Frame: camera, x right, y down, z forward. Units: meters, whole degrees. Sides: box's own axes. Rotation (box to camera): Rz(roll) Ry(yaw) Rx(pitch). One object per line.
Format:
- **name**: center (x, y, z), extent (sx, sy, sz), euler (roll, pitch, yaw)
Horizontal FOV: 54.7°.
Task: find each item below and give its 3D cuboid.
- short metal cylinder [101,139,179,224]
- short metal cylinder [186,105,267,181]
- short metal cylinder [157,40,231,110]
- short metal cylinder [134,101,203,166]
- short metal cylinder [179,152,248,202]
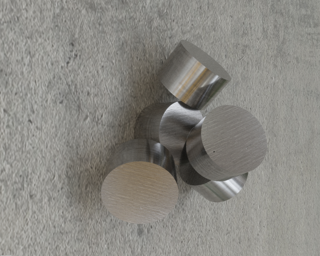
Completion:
- **short metal cylinder**: center (-0.021, 0.059, 0.345), extent (0.081, 0.050, 0.079), euler (-1, 115, -1)
- **short metal cylinder**: center (0.077, 0.019, 0.368), extent (0.081, 0.050, 0.080), euler (5, 69, -14)
- **short metal cylinder**: center (0.044, -0.068, 0.399), extent (0.080, 0.080, 0.050), euler (17, 122, -39)
- **short metal cylinder**: center (0.013, 0.006, 0.401), extent (0.081, 0.050, 0.080), euler (0, 89, -40)
- **short metal cylinder**: center (0.074, 0.056, 0.432), extent (0.050, 0.080, 0.080), euler (42, 64, -32)
